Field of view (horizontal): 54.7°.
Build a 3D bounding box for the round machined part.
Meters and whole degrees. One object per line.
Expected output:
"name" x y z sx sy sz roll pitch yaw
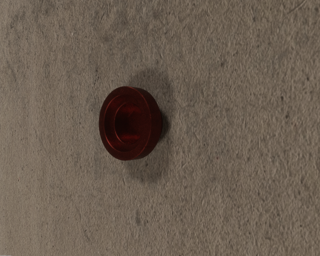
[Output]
"round machined part" -0.035 -0.006 0.421 0.098 0.042 0.097 0 90 39
